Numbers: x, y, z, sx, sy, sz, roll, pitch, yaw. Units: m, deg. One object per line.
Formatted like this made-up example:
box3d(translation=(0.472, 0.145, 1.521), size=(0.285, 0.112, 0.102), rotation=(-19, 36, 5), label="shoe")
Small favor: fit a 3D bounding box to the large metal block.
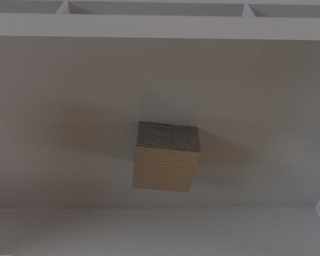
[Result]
box3d(translation=(0.006, 0.041, 0.427), size=(0.080, 0.050, 0.079), rotation=(6, 130, -5), label="large metal block")
